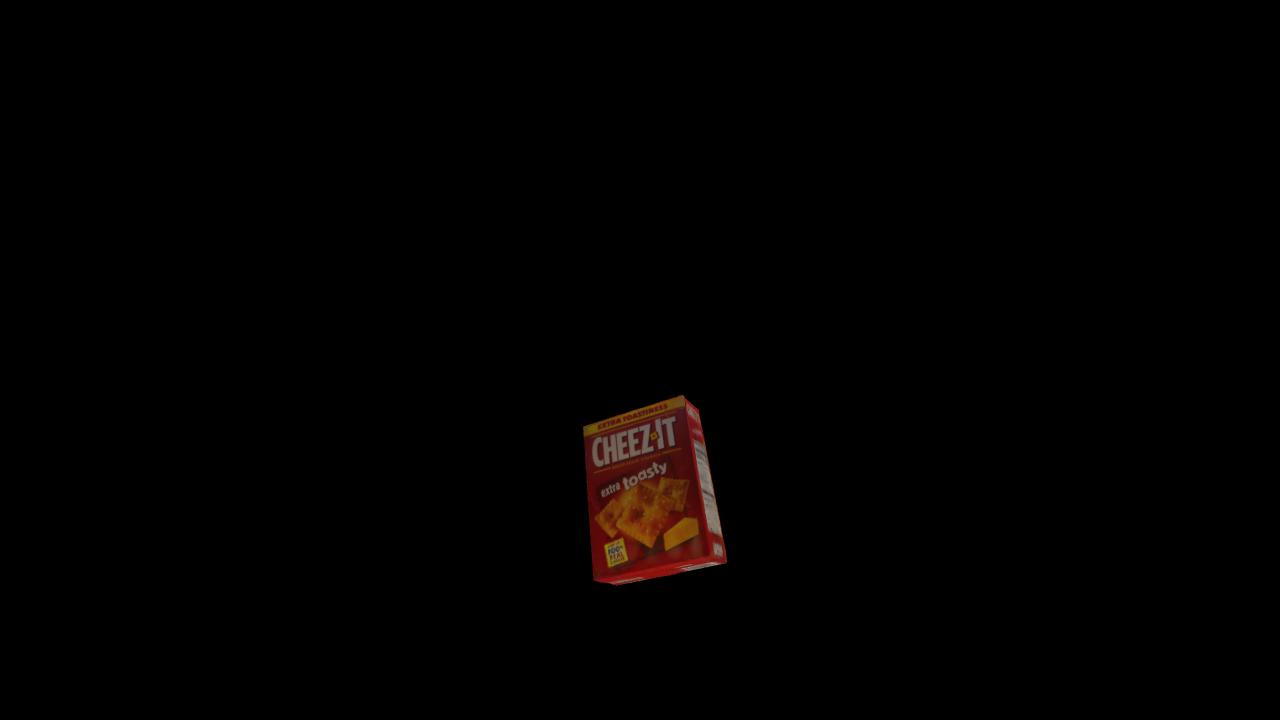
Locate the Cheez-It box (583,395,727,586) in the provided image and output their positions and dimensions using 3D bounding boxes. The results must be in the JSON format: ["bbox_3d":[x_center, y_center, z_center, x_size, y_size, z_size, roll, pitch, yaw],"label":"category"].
[{"bbox_3d":[0.014,0.177,0.839,0.166,0.223,0.071,-18,-31,19],"label":"Cheez-It box"}]
